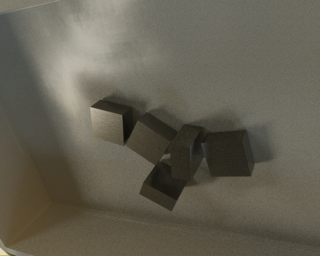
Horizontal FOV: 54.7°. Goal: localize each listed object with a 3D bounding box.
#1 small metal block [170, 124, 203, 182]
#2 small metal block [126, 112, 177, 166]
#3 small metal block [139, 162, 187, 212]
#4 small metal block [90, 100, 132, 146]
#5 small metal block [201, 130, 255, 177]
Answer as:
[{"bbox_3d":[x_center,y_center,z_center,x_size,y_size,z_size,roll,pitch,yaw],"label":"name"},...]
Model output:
[{"bbox_3d":[0.035,0.030,0.390,0.025,0.050,0.050,9,122,23],"label":"small metal block"},{"bbox_3d":[-0.012,0.015,0.419,0.050,0.025,0.050,33,129,5],"label":"small metal block"},{"bbox_3d":[0.007,0.080,0.434,0.050,0.050,0.025,27,128,10],"label":"small metal block"},{"bbox_3d":[-0.067,-0.008,0.434,0.050,0.025,0.050,14,124,20],"label":"small metal block"},{"bbox_3d":[0.084,0.032,0.380,0.050,0.025,0.050,-6,116,30],"label":"small metal block"}]
